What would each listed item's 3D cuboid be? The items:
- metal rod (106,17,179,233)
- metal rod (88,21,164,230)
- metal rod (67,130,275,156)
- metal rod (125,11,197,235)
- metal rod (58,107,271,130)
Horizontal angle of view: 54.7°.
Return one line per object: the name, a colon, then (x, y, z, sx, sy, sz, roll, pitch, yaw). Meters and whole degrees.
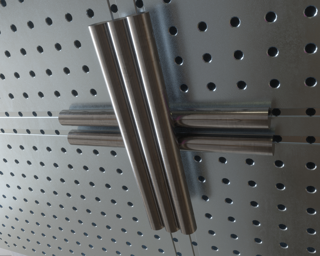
metal rod: (-0.013, 0.015, 0.394, 0.025, 0.025, 0.298, 0, 119, 27)
metal rod: (-0.035, 0.015, 0.406, 0.025, 0.025, 0.298, 0, 119, 27)
metal rod: (-0.004, 0.017, 0.423, 0.301, 0.025, 0.025, 1, 119, 27)
metal rod: (0.009, 0.014, 0.382, 0.025, 0.025, 0.298, 0, 119, 27)
metal rod: (-0.013, -0.013, 0.409, 0.301, 0.025, 0.025, 1, 119, 27)
